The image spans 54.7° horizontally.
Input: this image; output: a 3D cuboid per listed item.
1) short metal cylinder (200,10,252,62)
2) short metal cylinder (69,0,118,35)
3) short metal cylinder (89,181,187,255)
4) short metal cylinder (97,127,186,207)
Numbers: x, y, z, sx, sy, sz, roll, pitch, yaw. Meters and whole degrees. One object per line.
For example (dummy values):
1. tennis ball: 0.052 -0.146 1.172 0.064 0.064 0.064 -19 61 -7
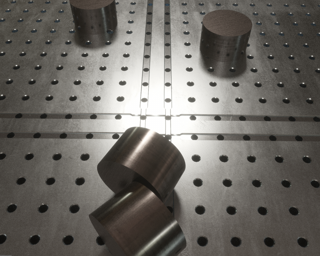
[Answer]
1. short metal cylinder: 0.110 -0.157 0.525 0.081 0.050 0.080 0 50 0
2. short metal cylinder: -0.121 -0.217 0.572 0.081 0.050 0.080 0 50 0
3. short metal cylinder: -0.022 0.098 0.290 0.050 0.080 0.080 -35 59 -26
4. short metal cylinder: -0.020 0.045 0.334 0.080 0.080 0.050 23 54 18
